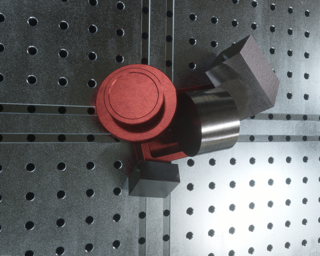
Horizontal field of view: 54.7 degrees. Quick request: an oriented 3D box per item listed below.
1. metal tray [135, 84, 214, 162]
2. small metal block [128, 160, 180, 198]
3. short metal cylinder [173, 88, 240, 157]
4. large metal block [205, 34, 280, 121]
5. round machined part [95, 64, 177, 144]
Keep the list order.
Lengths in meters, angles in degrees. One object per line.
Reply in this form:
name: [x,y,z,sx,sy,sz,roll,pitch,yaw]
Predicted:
metal tray: [0.029,-0.007,0.418,0.131,0.030,0.089,-12,94,-20]
small metal block: [-0.009,0.066,0.390,0.050,0.050,0.025,8,53,-19]
short metal cylinder: [0.054,-0.008,0.386,0.050,0.080,0.079,-10,94,-21]
large metal block: [0.114,-0.068,0.417,0.080,0.050,0.080,53,38,-13]
round machined part: [-0.029,-0.032,0.369,0.099,0.042,0.098,-1,76,3]
